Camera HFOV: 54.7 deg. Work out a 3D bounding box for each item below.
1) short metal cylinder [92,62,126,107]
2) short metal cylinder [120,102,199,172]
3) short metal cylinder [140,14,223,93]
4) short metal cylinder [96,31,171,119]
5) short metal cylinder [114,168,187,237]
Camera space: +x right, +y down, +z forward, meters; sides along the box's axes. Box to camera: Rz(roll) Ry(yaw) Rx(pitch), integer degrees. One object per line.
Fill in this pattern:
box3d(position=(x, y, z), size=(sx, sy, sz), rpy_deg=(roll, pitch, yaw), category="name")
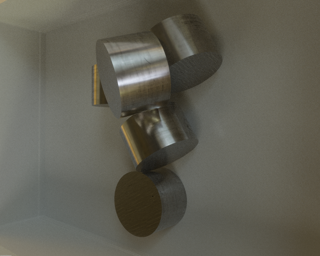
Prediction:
box3d(position=(-0.049, -0.054, 0.409), size=(0.080, 0.081, 0.050), rpy_deg=(0, 90, 39), category="short metal cylinder")
box3d(position=(-0.001, 0.012, 0.370), size=(0.080, 0.081, 0.050), rpy_deg=(-39, 66, 33), category="short metal cylinder")
box3d(position=(0.023, -0.081, 0.351), size=(0.080, 0.081, 0.050), rpy_deg=(-34, 69, 34), category="short metal cylinder")
box3d(position=(-0.029, -0.054, 0.316), size=(0.080, 0.050, 0.080), rpy_deg=(164, 90, -72), category="short metal cylinder")
box3d(position=(-0.013, 0.093, 0.399), size=(0.080, 0.050, 0.079), rpy_deg=(0, 90, 39), category="short metal cylinder")
